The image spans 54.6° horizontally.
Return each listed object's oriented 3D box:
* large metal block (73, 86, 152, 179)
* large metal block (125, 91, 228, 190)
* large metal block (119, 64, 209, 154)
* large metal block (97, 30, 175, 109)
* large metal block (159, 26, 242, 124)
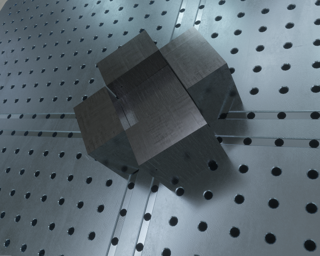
[{"bbox_3d":[-0.058,0.007,0.400,0.050,0.080,0.080,-34,52,6],"label":"large metal block"},{"bbox_3d":[0.020,0.018,0.353,0.080,0.080,0.050,-32,52,7],"label":"large metal block"},{"bbox_3d":[0.003,-0.022,0.403,0.080,0.050,0.080,-34,50,8],"label":"large metal block"},{"bbox_3d":[-0.027,-0.074,0.434,0.080,0.080,0.050,-34,51,6],"label":"large metal block"},{"bbox_3d":[0.051,-0.064,0.386,0.050,0.080,0.080,-33,52,6],"label":"large metal block"}]
